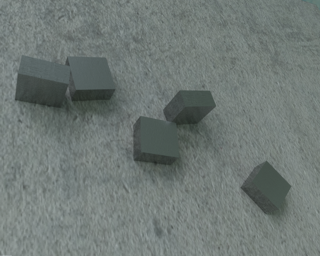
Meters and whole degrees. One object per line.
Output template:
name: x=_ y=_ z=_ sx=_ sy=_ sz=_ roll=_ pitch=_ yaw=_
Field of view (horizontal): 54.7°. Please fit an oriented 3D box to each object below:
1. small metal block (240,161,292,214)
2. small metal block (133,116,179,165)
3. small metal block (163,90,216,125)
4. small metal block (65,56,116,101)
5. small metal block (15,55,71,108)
small metal block: x=0.150 y=0.083 z=0.436 sx=0.050 sy=0.025 sz=0.050 roll=47 pitch=51 yaw=4
small metal block: x=-0.006 y=0.016 z=0.392 sx=0.050 sy=0.025 sz=0.050 roll=11 pitch=57 yaw=-23
small metal block: x=0.040 y=-0.028 z=0.428 sx=0.050 sy=0.050 sz=0.025 roll=-3 pitch=64 yaw=-30
small metal block: x=-0.090 y=-0.063 z=0.395 sx=0.050 sy=0.025 sz=0.050 roll=-6 pitch=65 yaw=-31
small metal block: x=-0.132 y=-0.050 z=0.348 sx=0.050 sy=0.050 sz=0.025 roll=10 pitch=58 yaw=-23
